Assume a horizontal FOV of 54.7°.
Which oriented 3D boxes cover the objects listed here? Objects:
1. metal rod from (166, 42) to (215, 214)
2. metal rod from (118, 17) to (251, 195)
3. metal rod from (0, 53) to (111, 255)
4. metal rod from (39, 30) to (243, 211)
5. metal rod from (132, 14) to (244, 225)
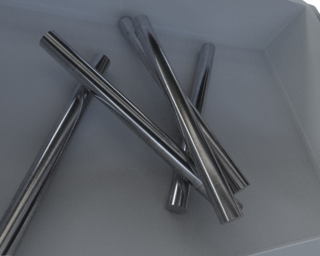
[{"bbox_3d":[0.051,-0.022,0.448,0.025,0.025,0.300,26,52,-13],"label":"metal rod"},{"bbox_3d":[0.022,-0.044,0.421,0.025,0.025,0.299,-16,63,-35],"label":"metal rod"},{"bbox_3d":[-0.113,0.024,0.330,0.025,0.025,0.300,26,52,-13],"label":"metal rod"},{"bbox_3d":[-0.022,-0.004,0.363,0.300,0.025,0.025,43,51,1],"label":"metal rod"},{"bbox_3d":[0.023,-0.030,0.381,0.025,0.025,0.299,-5,59,-31],"label":"metal rod"}]
